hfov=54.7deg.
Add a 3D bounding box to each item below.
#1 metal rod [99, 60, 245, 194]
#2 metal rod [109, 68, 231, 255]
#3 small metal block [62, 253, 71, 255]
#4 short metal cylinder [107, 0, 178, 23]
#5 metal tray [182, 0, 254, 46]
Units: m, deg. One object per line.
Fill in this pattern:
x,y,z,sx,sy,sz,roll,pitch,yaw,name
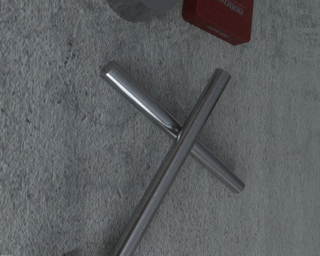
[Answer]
0.035,0.015,0.436,0.300,0.025,0.025,41,65,-33,metal rod
0.013,0.050,0.392,0.025,0.025,0.300,40,73,-33,metal rod
-0.099,0.158,0.307,0.050,0.050,0.025,-32,111,-36,small metal block
-0.021,-0.174,0.372,0.081,0.050,0.079,0,90,-40,short metal cylinder
0.095,-0.193,0.483,0.131,0.030,0.089,10,84,-40,metal tray
